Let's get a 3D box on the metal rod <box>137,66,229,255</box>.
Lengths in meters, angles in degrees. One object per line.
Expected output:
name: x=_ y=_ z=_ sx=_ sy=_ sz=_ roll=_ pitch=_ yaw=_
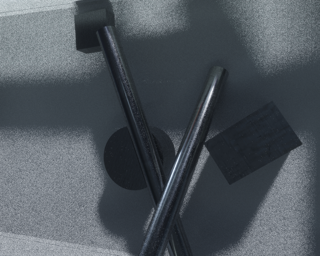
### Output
metal rod: x=0.019 y=0.061 z=0.337 sx=0.025 sy=0.025 sz=0.300 roll=16 pitch=70 yaw=19

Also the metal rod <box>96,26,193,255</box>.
metal rod: x=-0.018 y=0.022 z=0.362 sx=0.025 sy=0.025 sz=0.299 roll=-21 pitch=83 yaw=18

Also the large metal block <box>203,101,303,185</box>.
large metal block: x=0.103 y=0.015 z=0.345 sx=0.080 sy=0.080 sz=0.050 roll=-34 pitch=79 yaw=16

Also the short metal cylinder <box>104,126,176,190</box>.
short metal cylinder: x=-0.025 y=0.037 z=0.405 sx=0.080 sy=0.050 sz=0.079 roll=0 pitch=90 yaw=19

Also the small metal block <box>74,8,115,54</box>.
small metal block: x=-0.092 y=-0.137 z=0.442 sx=0.050 sy=0.025 sz=0.050 roll=-4 pitch=89 yaw=19
